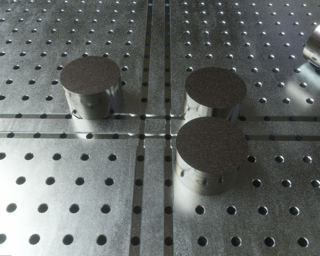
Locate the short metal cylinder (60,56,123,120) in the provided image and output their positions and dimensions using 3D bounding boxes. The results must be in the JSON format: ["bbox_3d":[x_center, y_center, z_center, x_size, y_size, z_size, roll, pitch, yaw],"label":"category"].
[{"bbox_3d":[-0.095,-0.057,0.439,0.081,0.050,0.080,0,50,0],"label":"short metal cylinder"}]

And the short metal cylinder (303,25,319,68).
[{"bbox_3d":[0.274,-0.128,0.484,0.081,0.080,0.050,-25,55,-20],"label":"short metal cylinder"}]

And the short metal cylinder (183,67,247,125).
[{"bbox_3d":[0.073,-0.039,0.425,0.081,0.050,0.080,0,50,0],"label":"short metal cylinder"}]

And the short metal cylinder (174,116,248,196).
[{"bbox_3d":[0.058,0.033,0.365,0.081,0.050,0.080,0,50,0],"label":"short metal cylinder"}]
